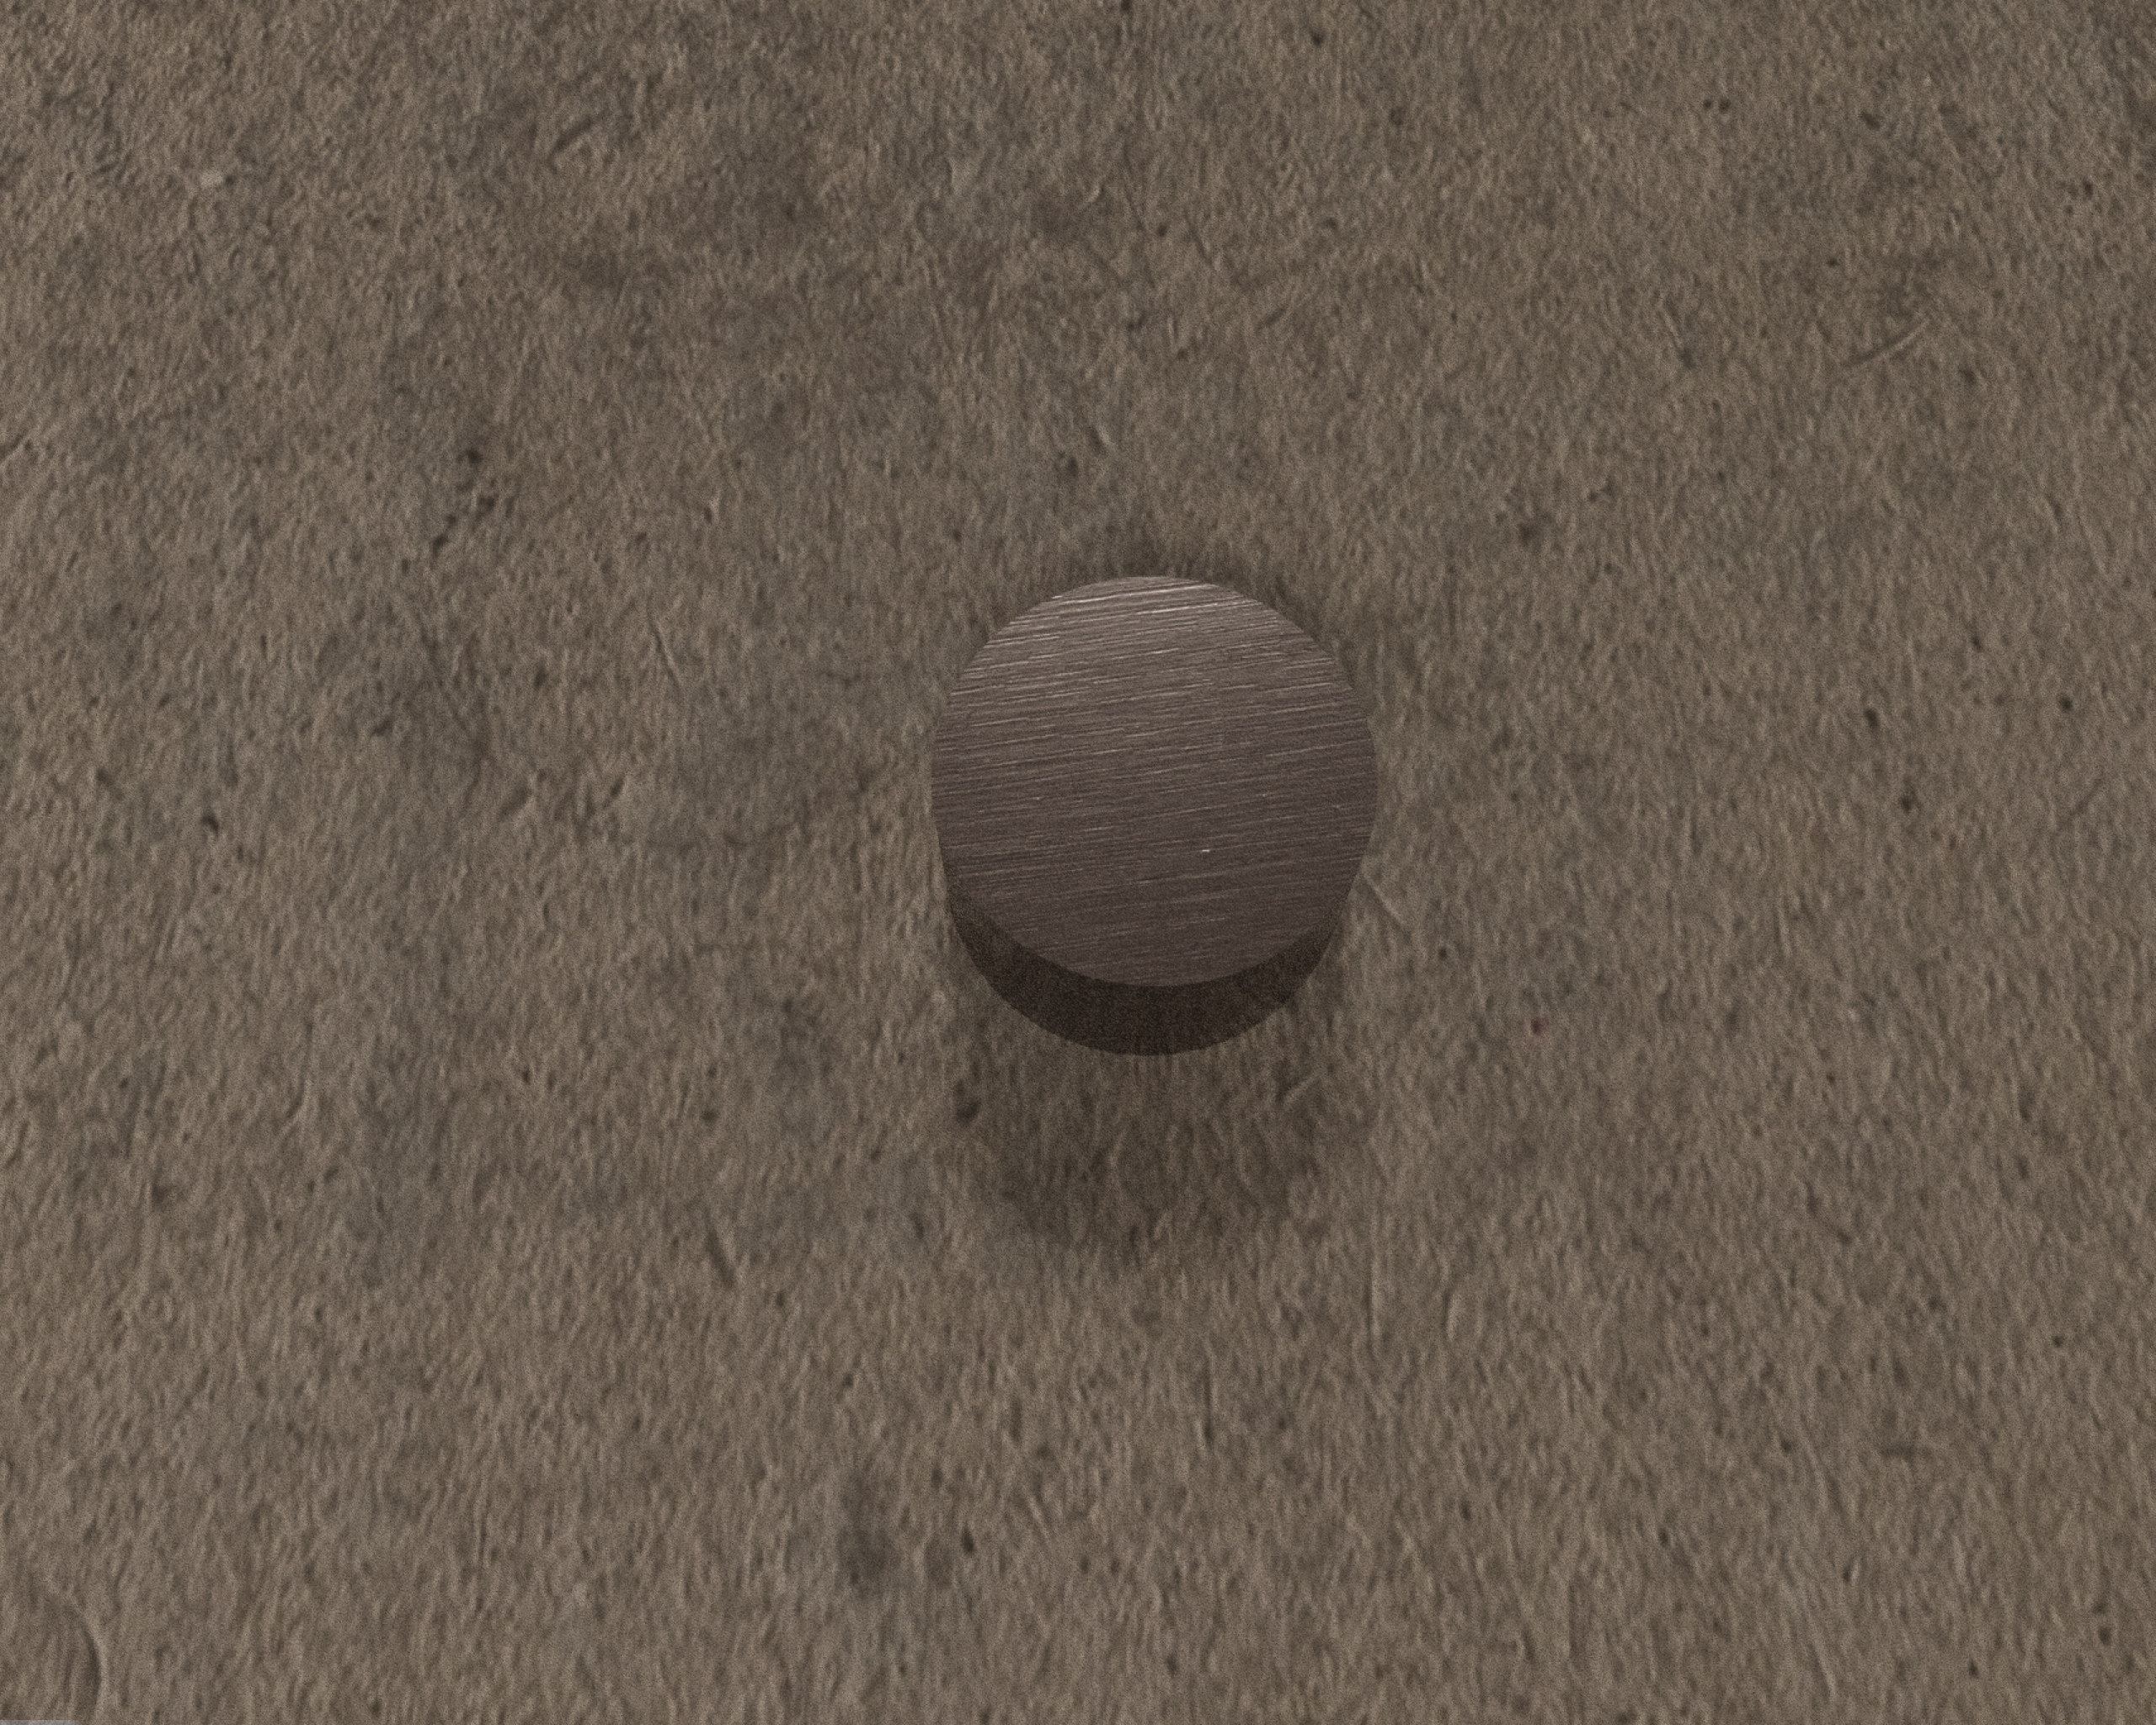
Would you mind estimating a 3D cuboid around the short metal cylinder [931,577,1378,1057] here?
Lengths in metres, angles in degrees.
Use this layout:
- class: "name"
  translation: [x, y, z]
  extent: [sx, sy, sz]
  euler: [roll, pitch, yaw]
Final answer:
- class: "short metal cylinder"
  translation: [0.014, -0.008, 0.399]
  extent: [0.081, 0.050, 0.080]
  euler: [0, 70, 0]
